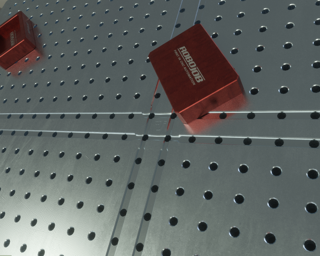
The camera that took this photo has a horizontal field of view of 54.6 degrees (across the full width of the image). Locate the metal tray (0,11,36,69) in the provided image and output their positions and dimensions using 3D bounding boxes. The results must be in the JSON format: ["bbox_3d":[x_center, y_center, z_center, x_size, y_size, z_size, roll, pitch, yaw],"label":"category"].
[{"bbox_3d":[-0.336,-0.203,0.708,0.090,0.030,0.130,-32,51,7],"label":"metal tray"}]

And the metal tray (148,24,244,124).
[{"bbox_3d":[0.045,-0.079,0.431,0.090,0.030,0.130,-30,52,9],"label":"metal tray"}]
